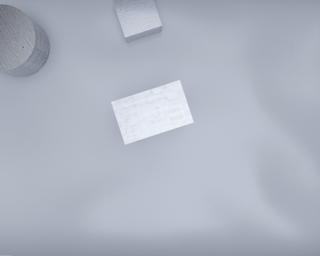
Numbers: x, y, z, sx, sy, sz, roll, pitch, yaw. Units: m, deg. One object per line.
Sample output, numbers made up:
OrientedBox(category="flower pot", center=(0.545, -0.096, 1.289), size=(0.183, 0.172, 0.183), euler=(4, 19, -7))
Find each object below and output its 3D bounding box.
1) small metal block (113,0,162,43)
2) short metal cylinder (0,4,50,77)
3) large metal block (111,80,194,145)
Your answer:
OrientedBox(category="small metal block", center=(-0.029, -0.148, 0.411), size=(0.050, 0.025, 0.050), euler=(-18, 90, -1))
OrientedBox(category="short metal cylinder", center=(-0.190, -0.109, 0.396), size=(0.081, 0.050, 0.079), euler=(0, 90, -1))
OrientedBox(category="large metal block", center=(-0.009, -0.018, 0.384), size=(0.080, 0.080, 0.050), euler=(-18, 90, 0))
